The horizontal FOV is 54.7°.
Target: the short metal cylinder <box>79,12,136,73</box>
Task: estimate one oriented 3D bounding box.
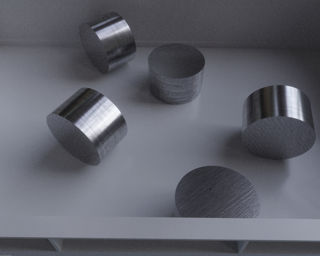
[{"bbox_3d":[-0.081,-0.132,0.479,0.050,0.080,0.080,-33,58,-24],"label":"short metal cylinder"}]

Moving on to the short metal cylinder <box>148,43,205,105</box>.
[{"bbox_3d":[0.023,-0.080,0.456,0.080,0.050,0.080,0,50,0],"label":"short metal cylinder"}]

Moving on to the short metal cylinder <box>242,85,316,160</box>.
[{"bbox_3d":[0.141,-0.005,0.374,0.080,0.080,0.050,8,51,7],"label":"short metal cylinder"}]

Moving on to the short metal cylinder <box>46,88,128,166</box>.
[{"bbox_3d":[-0.086,-0.001,0.369,0.080,0.080,0.050,27,55,20],"label":"short metal cylinder"}]

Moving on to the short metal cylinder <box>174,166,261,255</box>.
[{"bbox_3d":[0.055,0.085,0.312,0.080,0.050,0.080,0,43,0],"label":"short metal cylinder"}]
